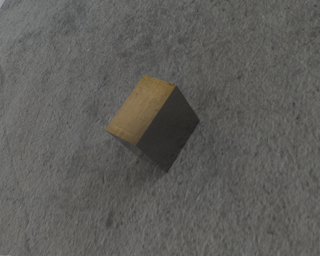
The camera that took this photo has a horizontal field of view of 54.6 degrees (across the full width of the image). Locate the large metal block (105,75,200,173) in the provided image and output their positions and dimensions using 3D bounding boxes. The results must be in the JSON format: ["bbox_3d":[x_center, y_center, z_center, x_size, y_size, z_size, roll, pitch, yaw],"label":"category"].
[{"bbox_3d":[-0.005,-0.004,0.374,0.050,0.080,0.080,24,75,36],"label":"large metal block"}]
